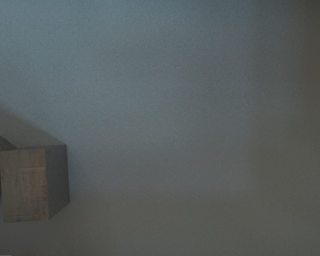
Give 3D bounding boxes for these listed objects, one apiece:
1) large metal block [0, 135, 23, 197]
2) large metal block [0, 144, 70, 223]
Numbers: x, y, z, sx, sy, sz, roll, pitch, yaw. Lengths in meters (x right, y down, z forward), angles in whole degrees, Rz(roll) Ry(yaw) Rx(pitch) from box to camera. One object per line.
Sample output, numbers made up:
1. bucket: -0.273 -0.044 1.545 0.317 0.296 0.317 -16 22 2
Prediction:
1. large metal block: -0.222 0.057 0.382 0.050 0.080 0.080 36 90 0
2. large metal block: -0.150 0.064 0.383 0.050 0.080 0.080 -3 90 0
